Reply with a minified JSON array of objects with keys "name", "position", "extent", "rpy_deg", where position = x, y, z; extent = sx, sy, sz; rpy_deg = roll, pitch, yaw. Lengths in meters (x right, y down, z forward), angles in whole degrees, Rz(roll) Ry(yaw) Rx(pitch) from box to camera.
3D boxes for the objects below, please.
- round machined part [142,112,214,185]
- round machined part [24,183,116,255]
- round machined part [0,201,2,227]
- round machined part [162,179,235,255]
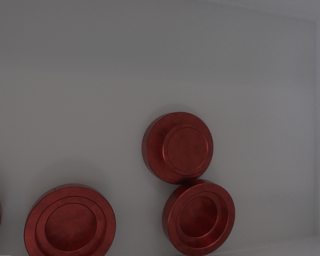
[{"name":"round machined part","position":[0.029,0.027,0.412],"extent":[0.099,0.042,0.097],"rpy_deg":[0,90,-20]},{"name":"round machined part","position":[-0.105,0.113,0.363],"extent":[0.099,0.042,0.097],"rpy_deg":[0,90,-20]},{"name":"round machined part","position":[-0.218,0.093,0.320],"extent":[0.099,0.042,0.097],"rpy_deg":[0,90,-22]},{"name":"round machined part","position":[0.048,0.116,0.415],"extent":[0.099,0.042,0.097],"rpy_deg":[-3,97,-22]}]
